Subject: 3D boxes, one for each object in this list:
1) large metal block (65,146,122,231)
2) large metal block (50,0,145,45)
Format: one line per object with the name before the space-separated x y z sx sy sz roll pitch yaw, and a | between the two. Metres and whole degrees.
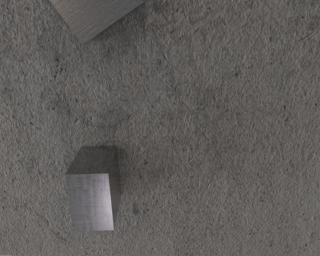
large metal block | -0.083 0.076 0.408 0.050 0.080 0.079 -2 110 0
large metal block | -0.073 -0.150 0.340 0.080 0.050 0.080 -32 107 11
